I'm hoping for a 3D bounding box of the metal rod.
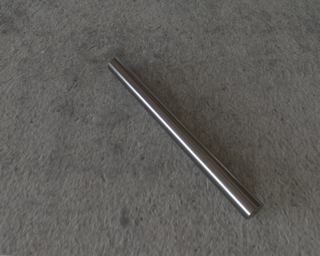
[{"bbox_3d":[0.015,-0.005,0.407,0.025,0.025,0.300,-28,56,-22],"label":"metal rod"}]
